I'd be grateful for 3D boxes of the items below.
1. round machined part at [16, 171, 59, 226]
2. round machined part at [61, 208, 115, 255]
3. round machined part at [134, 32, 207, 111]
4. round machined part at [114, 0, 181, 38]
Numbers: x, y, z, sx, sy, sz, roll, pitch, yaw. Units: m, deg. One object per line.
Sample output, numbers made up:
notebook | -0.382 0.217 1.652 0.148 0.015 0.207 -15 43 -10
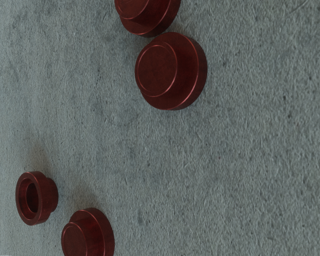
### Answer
round machined part | -0.228 0.130 0.583 0.098 0.042 0.097 0 90 40
round machined part | -0.121 0.180 0.494 0.098 0.042 0.097 0 90 40
round machined part | 0.007 -0.071 0.389 0.098 0.042 0.097 0 90 40
round machined part | -0.023 -0.174 0.413 0.098 0.042 0.097 0 90 40
